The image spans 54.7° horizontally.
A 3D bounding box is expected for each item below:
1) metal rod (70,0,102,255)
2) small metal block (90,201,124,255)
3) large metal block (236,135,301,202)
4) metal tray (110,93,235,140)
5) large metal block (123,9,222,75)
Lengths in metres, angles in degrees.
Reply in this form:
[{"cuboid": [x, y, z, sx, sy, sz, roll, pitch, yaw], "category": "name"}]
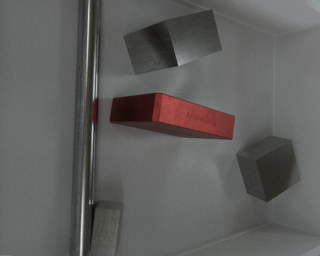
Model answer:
[{"cuboid": [-0.081, -0.009, 0.340, 0.025, 0.025, 0.298, 3, 88, -40], "category": "metal rod"}, {"cuboid": [-0.057, 0.110, 0.341, 0.025, 0.050, 0.050, 6, 85, -1], "category": "small metal block"}, {"cuboid": [0.189, 0.069, 0.539, 0.081, 0.050, 0.080, -25, 107, -21], "category": "large metal block"}, {"cuboid": [0.017, -0.011, 0.380, 0.131, 0.090, 0.030, 12, 82, -40], "category": "metal tray"}, {"cuboid": [0.016, -0.106, 0.386, 0.081, 0.080, 0.050, -28, 108, -37], "category": "large metal block"}]
